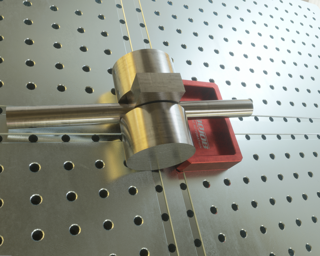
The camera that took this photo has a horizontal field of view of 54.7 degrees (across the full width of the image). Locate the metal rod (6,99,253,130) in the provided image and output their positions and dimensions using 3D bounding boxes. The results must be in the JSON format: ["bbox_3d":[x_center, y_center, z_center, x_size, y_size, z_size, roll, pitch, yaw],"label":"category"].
[{"bbox_3d":[-0.019,-0.019,0.379,0.303,0.025,0.025,-3,63,-20],"label":"metal rod"}]

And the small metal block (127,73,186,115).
[{"bbox_3d":[-0.006,-0.037,0.351,0.050,0.050,0.025,-4,63,-21],"label":"small metal block"}]

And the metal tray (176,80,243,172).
[{"bbox_3d":[0.055,-0.006,0.438,0.091,0.030,0.130,1,61,-28],"label":"metal tray"}]

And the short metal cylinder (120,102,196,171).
[{"bbox_3d":[-0.003,0.012,0.363,0.081,0.080,0.050,1,61,-28],"label":"short metal cylinder"}]

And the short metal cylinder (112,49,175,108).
[{"bbox_3d":[-0.017,-0.055,0.395,0.081,0.080,0.050,1,62,-28],"label":"short metal cylinder"}]
